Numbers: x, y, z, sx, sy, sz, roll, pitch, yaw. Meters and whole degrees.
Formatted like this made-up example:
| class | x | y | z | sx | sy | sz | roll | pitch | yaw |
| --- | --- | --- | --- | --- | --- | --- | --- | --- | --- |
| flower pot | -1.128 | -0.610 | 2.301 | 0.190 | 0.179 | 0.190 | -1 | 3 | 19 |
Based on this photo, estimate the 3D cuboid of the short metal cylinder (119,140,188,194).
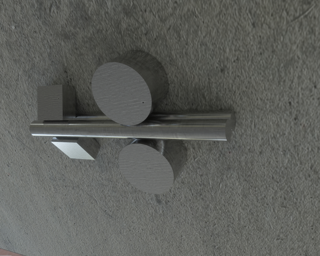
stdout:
| class | x | y | z | sx | sy | sz | roll | pitch | yaw |
| --- | --- | --- | --- | --- | --- | --- | --- | --- | --- |
| short metal cylinder | -0.009 | 0.042 | 0.423 | 0.080 | 0.050 | 0.079 | 13 | 124 | 21 |

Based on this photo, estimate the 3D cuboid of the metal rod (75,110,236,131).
| class | x | y | z | sx | sy | sz | roll | pitch | yaw |
| --- | --- | --- | --- | --- | --- | --- | --- | --- | --- |
| metal rod | -0.048 | -0.010 | 0.428 | 0.300 | 0.025 | 0.025 | 0 | 119 | 28 |

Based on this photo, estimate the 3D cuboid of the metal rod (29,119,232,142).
| class | x | y | z | sx | sy | sz | roll | pitch | yaw |
| --- | --- | --- | --- | --- | --- | --- | --- | --- | --- |
| metal rod | -0.058 | 0.001 | 0.408 | 0.300 | 0.025 | 0.025 | 0 | 119 | 28 |

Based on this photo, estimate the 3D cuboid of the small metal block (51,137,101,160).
| class | x | y | z | sx | sy | sz | roll | pitch | yaw |
| --- | --- | --- | --- | --- | --- | --- | --- | --- | --- |
| small metal block | -0.129 | 0.025 | 0.479 | 0.050 | 0.025 | 0.050 | 0 | 145 | 27 |

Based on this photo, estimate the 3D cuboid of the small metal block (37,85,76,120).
| class | x | y | z | sx | sy | sz | roll | pitch | yaw |
| --- | --- | --- | --- | --- | --- | --- | --- | --- | --- |
| small metal block | -0.152 | -0.036 | 0.454 | 0.050 | 0.025 | 0.050 | 0 | 91 | 28 |

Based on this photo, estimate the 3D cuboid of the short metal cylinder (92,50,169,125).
| class | x | y | z | sx | sy | sz | roll | pitch | yaw |
| --- | --- | --- | --- | --- | --- | --- | --- | --- | --- |
| short metal cylinder | -0.035 | -0.050 | 0.380 | 0.080 | 0.050 | 0.079 | 13 | 124 | 21 |
